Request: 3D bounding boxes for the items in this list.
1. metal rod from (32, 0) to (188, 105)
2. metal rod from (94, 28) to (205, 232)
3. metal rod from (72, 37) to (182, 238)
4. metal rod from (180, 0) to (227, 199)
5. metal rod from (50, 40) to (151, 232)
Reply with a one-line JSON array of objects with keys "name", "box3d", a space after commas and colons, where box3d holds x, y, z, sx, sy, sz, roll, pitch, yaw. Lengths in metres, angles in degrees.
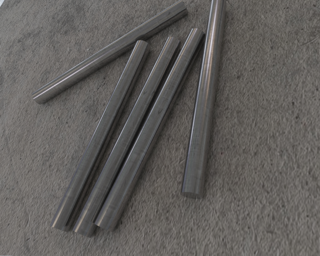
[{"name": "metal rod", "box3d": [-0.089, -0.125, 0.527, 0.300, 0.025, 0.025, -29, 52, 9]}, {"name": "metal rod", "box3d": [-0.005, -0.010, 0.413, 0.025, 0.025, 0.300, 13, 68, 33]}, {"name": "metal rod", "box3d": [-0.037, -0.001, 0.423, 0.025, 0.025, 0.300, 12, 67, 33]}, {"name": "metal rod", "box3d": [0.062, -0.057, 0.406, 0.025, 0.025, 0.300, -3, 60, 27]}, {"name": "metal rod", "box3d": [-0.077, -0.003, 0.446, 0.025, 0.025, 0.300, 8, 65, 31]}]
